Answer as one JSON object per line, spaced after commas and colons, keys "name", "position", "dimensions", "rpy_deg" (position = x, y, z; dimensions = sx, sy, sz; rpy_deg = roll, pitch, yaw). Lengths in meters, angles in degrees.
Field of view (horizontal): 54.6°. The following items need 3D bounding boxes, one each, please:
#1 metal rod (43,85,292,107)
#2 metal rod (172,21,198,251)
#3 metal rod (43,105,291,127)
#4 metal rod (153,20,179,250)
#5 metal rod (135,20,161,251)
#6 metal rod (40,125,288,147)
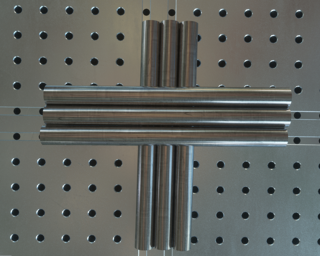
{"name": "metal rod", "position": [0.010, -0.040, 0.388], "dimensions": [0.302, 0.025, 0.025], "rpy_deg": [1, 90, 0]}
{"name": "metal rod", "position": [0.034, 0.010, 0.414], "dimensions": [0.025, 0.025, 0.298], "rpy_deg": [2, 90, 0]}
{"name": "metal rod", "position": [0.009, -0.015, 0.388], "dimensions": [0.302, 0.025, 0.025], "rpy_deg": [1, 90, 0]}
{"name": "metal rod", "position": [0.008, 0.009, 0.413], "dimensions": [0.025, 0.025, 0.298], "rpy_deg": [2, 90, 0]}
{"name": "metal rod", "position": [-0.016, 0.009, 0.413], "dimensions": [0.025, 0.025, 0.298], "rpy_deg": [2, 90, 0]}
{"name": "metal rod", "position": [0.005, 0.010, 0.388], "dimensions": [0.302, 0.025, 0.025], "rpy_deg": [1, 90, 0]}
